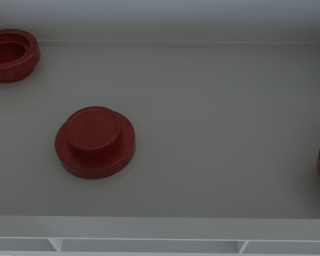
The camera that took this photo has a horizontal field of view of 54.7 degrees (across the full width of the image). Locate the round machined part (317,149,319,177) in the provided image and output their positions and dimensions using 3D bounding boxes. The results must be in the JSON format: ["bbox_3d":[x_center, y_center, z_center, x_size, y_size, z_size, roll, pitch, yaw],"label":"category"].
[{"bbox_3d":[0.230,0.048,0.346,0.098,0.042,0.098,-8,46,9],"label":"round machined part"}]

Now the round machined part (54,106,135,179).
[{"bbox_3d":[-0.081,0.011,0.384,0.099,0.042,0.098,0,50,0],"label":"round machined part"}]

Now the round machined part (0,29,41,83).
[{"bbox_3d":[-0.236,-0.108,0.481,0.099,0.042,0.098,2,51,-2],"label":"round machined part"}]
